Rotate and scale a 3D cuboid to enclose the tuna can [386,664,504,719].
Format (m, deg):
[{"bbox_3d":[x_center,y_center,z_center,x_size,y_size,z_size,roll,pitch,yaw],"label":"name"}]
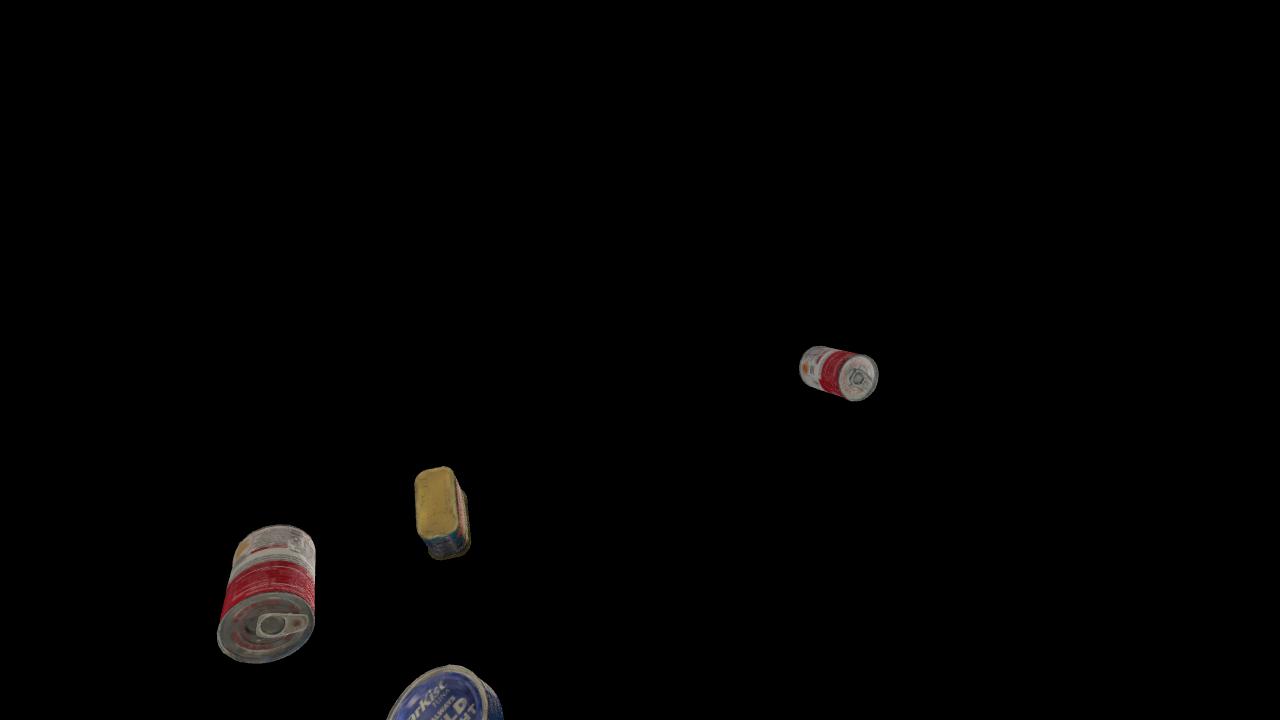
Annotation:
[{"bbox_3d":[-0.145,0.275,0.454,0.084,0.084,0.034,0,-44,22],"label":"tuna can"}]

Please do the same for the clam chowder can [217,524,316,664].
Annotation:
[{"bbox_3d":[-0.317,0.197,0.530,0.068,0.068,0.102,0,20,-27],"label":"clam chowder can"}]

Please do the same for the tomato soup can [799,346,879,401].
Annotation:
[{"bbox_3d":[0.288,0.017,0.901,0.068,0.068,0.101,0,9,-20],"label":"tomato soup can"}]

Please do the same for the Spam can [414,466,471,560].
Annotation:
[{"bbox_3d":[-0.267,0.205,0.828,0.058,0.101,0.085,-10,-34,-11],"label":"Spam can"}]
